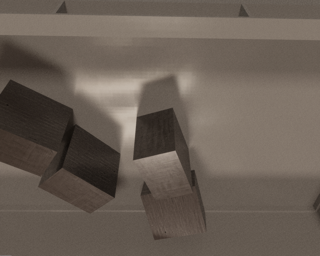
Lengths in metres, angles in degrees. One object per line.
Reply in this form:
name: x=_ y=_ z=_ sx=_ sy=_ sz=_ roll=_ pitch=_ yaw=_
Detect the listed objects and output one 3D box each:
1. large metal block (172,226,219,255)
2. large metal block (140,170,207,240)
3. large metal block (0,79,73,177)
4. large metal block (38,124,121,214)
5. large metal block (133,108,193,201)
large metal block: x=0.064 y=0.232 z=0.595 sx=0.081 sy=0.050 sz=0.079 roll=1 pitch=130 yaw=-2
large metal block: x=0.023 y=0.118 z=0.477 sx=0.080 sy=0.050 sz=0.080 roll=-12 pitch=108 yaw=9
large metal block: x=-0.161 y=0.000 z=0.370 sx=0.080 sy=0.080 sz=0.050 roll=27 pitch=125 yaw=-22
large metal block: x=-0.104 y=0.055 z=0.419 sx=0.050 sy=0.080 sz=0.080 roll=-36 pitch=122 yaw=26
large metal block: x=0.006 y=0.034 z=0.402 sx=0.050 sy=0.080 sz=0.080 roll=-14 pitch=129 yaw=11
